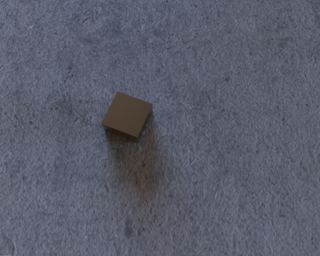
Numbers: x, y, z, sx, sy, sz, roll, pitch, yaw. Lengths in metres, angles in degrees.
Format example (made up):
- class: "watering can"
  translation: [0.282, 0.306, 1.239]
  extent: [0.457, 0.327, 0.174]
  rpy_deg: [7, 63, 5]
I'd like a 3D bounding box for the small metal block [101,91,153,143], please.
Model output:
- class: "small metal block"
  translation: [-0.043, -0.014, 0.413]
  extent: [0.050, 0.025, 0.050]
  rpy_deg: [21, 71, 7]
